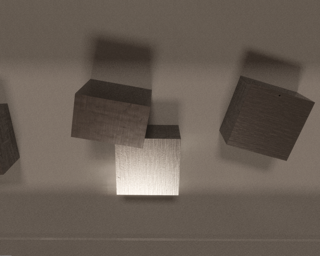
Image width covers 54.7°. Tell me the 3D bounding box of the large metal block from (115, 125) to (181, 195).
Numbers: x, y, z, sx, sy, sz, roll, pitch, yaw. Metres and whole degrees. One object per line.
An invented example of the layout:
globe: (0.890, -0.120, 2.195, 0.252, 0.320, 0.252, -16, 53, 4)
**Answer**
large metal block: (-0.015, 0.041, 0.413, 0.081, 0.050, 0.079, 1, 110, -1)

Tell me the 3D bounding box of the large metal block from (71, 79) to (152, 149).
large metal block: (-0.054, -0.020, 0.374, 0.081, 0.080, 0.050, 10, 110, -4)

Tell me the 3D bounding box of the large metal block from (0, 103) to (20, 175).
large metal block: (-0.240, 0.015, 0.400, 0.081, 0.050, 0.079, -3, 110, 0)

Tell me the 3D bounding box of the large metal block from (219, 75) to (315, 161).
large metal block: (0.132, -0.013, 0.395, 0.080, 0.050, 0.079, 15, 109, -6)
